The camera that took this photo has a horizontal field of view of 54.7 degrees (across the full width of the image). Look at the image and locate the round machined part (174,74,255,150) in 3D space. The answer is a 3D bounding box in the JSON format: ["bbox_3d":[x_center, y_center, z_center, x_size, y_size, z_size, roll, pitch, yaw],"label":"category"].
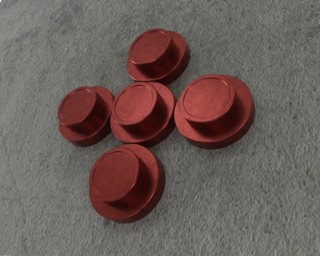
[{"bbox_3d":[0.062,-0.026,0.377,0.098,0.042,0.098,-13,56,20],"label":"round machined part"}]

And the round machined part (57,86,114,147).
[{"bbox_3d":[-0.113,-0.024,0.466,0.098,0.042,0.098,-13,56,20],"label":"round machined part"}]

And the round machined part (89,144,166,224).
[{"bbox_3d":[-0.046,0.063,0.378,0.098,0.042,0.098,-13,56,20],"label":"round machined part"}]

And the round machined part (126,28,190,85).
[{"bbox_3d":[-0.008,-0.110,0.465,0.098,0.042,0.098,-13,56,20],"label":"round machined part"}]

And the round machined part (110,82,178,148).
[{"bbox_3d":[-0.026,-0.024,0.421,0.098,0.042,0.098,-13,56,20],"label":"round machined part"}]
